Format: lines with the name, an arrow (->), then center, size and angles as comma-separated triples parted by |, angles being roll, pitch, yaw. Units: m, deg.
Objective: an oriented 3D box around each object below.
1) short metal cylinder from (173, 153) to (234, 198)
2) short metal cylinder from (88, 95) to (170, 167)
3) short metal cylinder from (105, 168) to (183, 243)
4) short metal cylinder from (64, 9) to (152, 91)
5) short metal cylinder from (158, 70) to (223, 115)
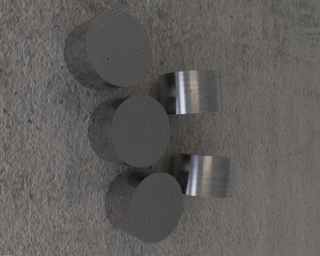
short metal cylinder -> 0.057, 0.061, 0.417 | 0.081, 0.080, 0.050 | 8, 85, -40
short metal cylinder -> -0.035, 0.003, 0.359 | 0.081, 0.050, 0.080 | 0, 90, -40
short metal cylinder -> -0.018, 0.091, 0.373 | 0.081, 0.050, 0.080 | 0, 90, -40
short metal cylinder -> -0.056, -0.083, 0.341 | 0.081, 0.050, 0.080 | 0, 90, -40
short metal cylinder -> 0.039, -0.044, 0.402 | 0.081, 0.080, 0.050 | -6, 94, -40
